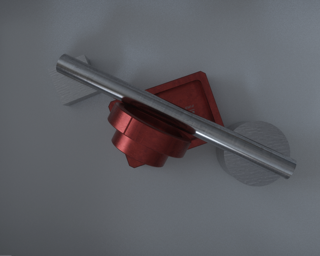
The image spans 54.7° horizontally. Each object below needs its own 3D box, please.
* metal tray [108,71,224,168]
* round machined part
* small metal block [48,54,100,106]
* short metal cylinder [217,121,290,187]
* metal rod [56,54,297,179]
[{"bbox_3d":[0.009,-0.011,0.407,0.131,0.030,0.090,-19,90,-1],"label":"metal tray"},{"bbox_3d":[-0.017,0.011,0.360,0.098,0.098,0.042,28,98,-1],"label":"round machined part"},{"bbox_3d":[-0.111,-0.062,0.408,0.050,0.025,0.050,-22,90,-1],"label":"small metal block"},{"bbox_3d":[0.117,0.031,0.399,0.081,0.050,0.079,0,90,-1],"label":"short metal cylinder"},{"bbox_3d":[0.014,-0.016,0.369,0.301,0.025,0.025,25,90,6],"label":"metal rod"}]
